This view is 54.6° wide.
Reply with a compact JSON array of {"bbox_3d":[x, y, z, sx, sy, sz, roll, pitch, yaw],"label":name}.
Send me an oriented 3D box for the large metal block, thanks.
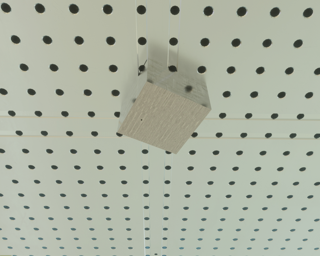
[{"bbox_3d":[0.003,-0.024,0.375,0.080,0.050,0.080,22,127,-18],"label":"large metal block"}]
